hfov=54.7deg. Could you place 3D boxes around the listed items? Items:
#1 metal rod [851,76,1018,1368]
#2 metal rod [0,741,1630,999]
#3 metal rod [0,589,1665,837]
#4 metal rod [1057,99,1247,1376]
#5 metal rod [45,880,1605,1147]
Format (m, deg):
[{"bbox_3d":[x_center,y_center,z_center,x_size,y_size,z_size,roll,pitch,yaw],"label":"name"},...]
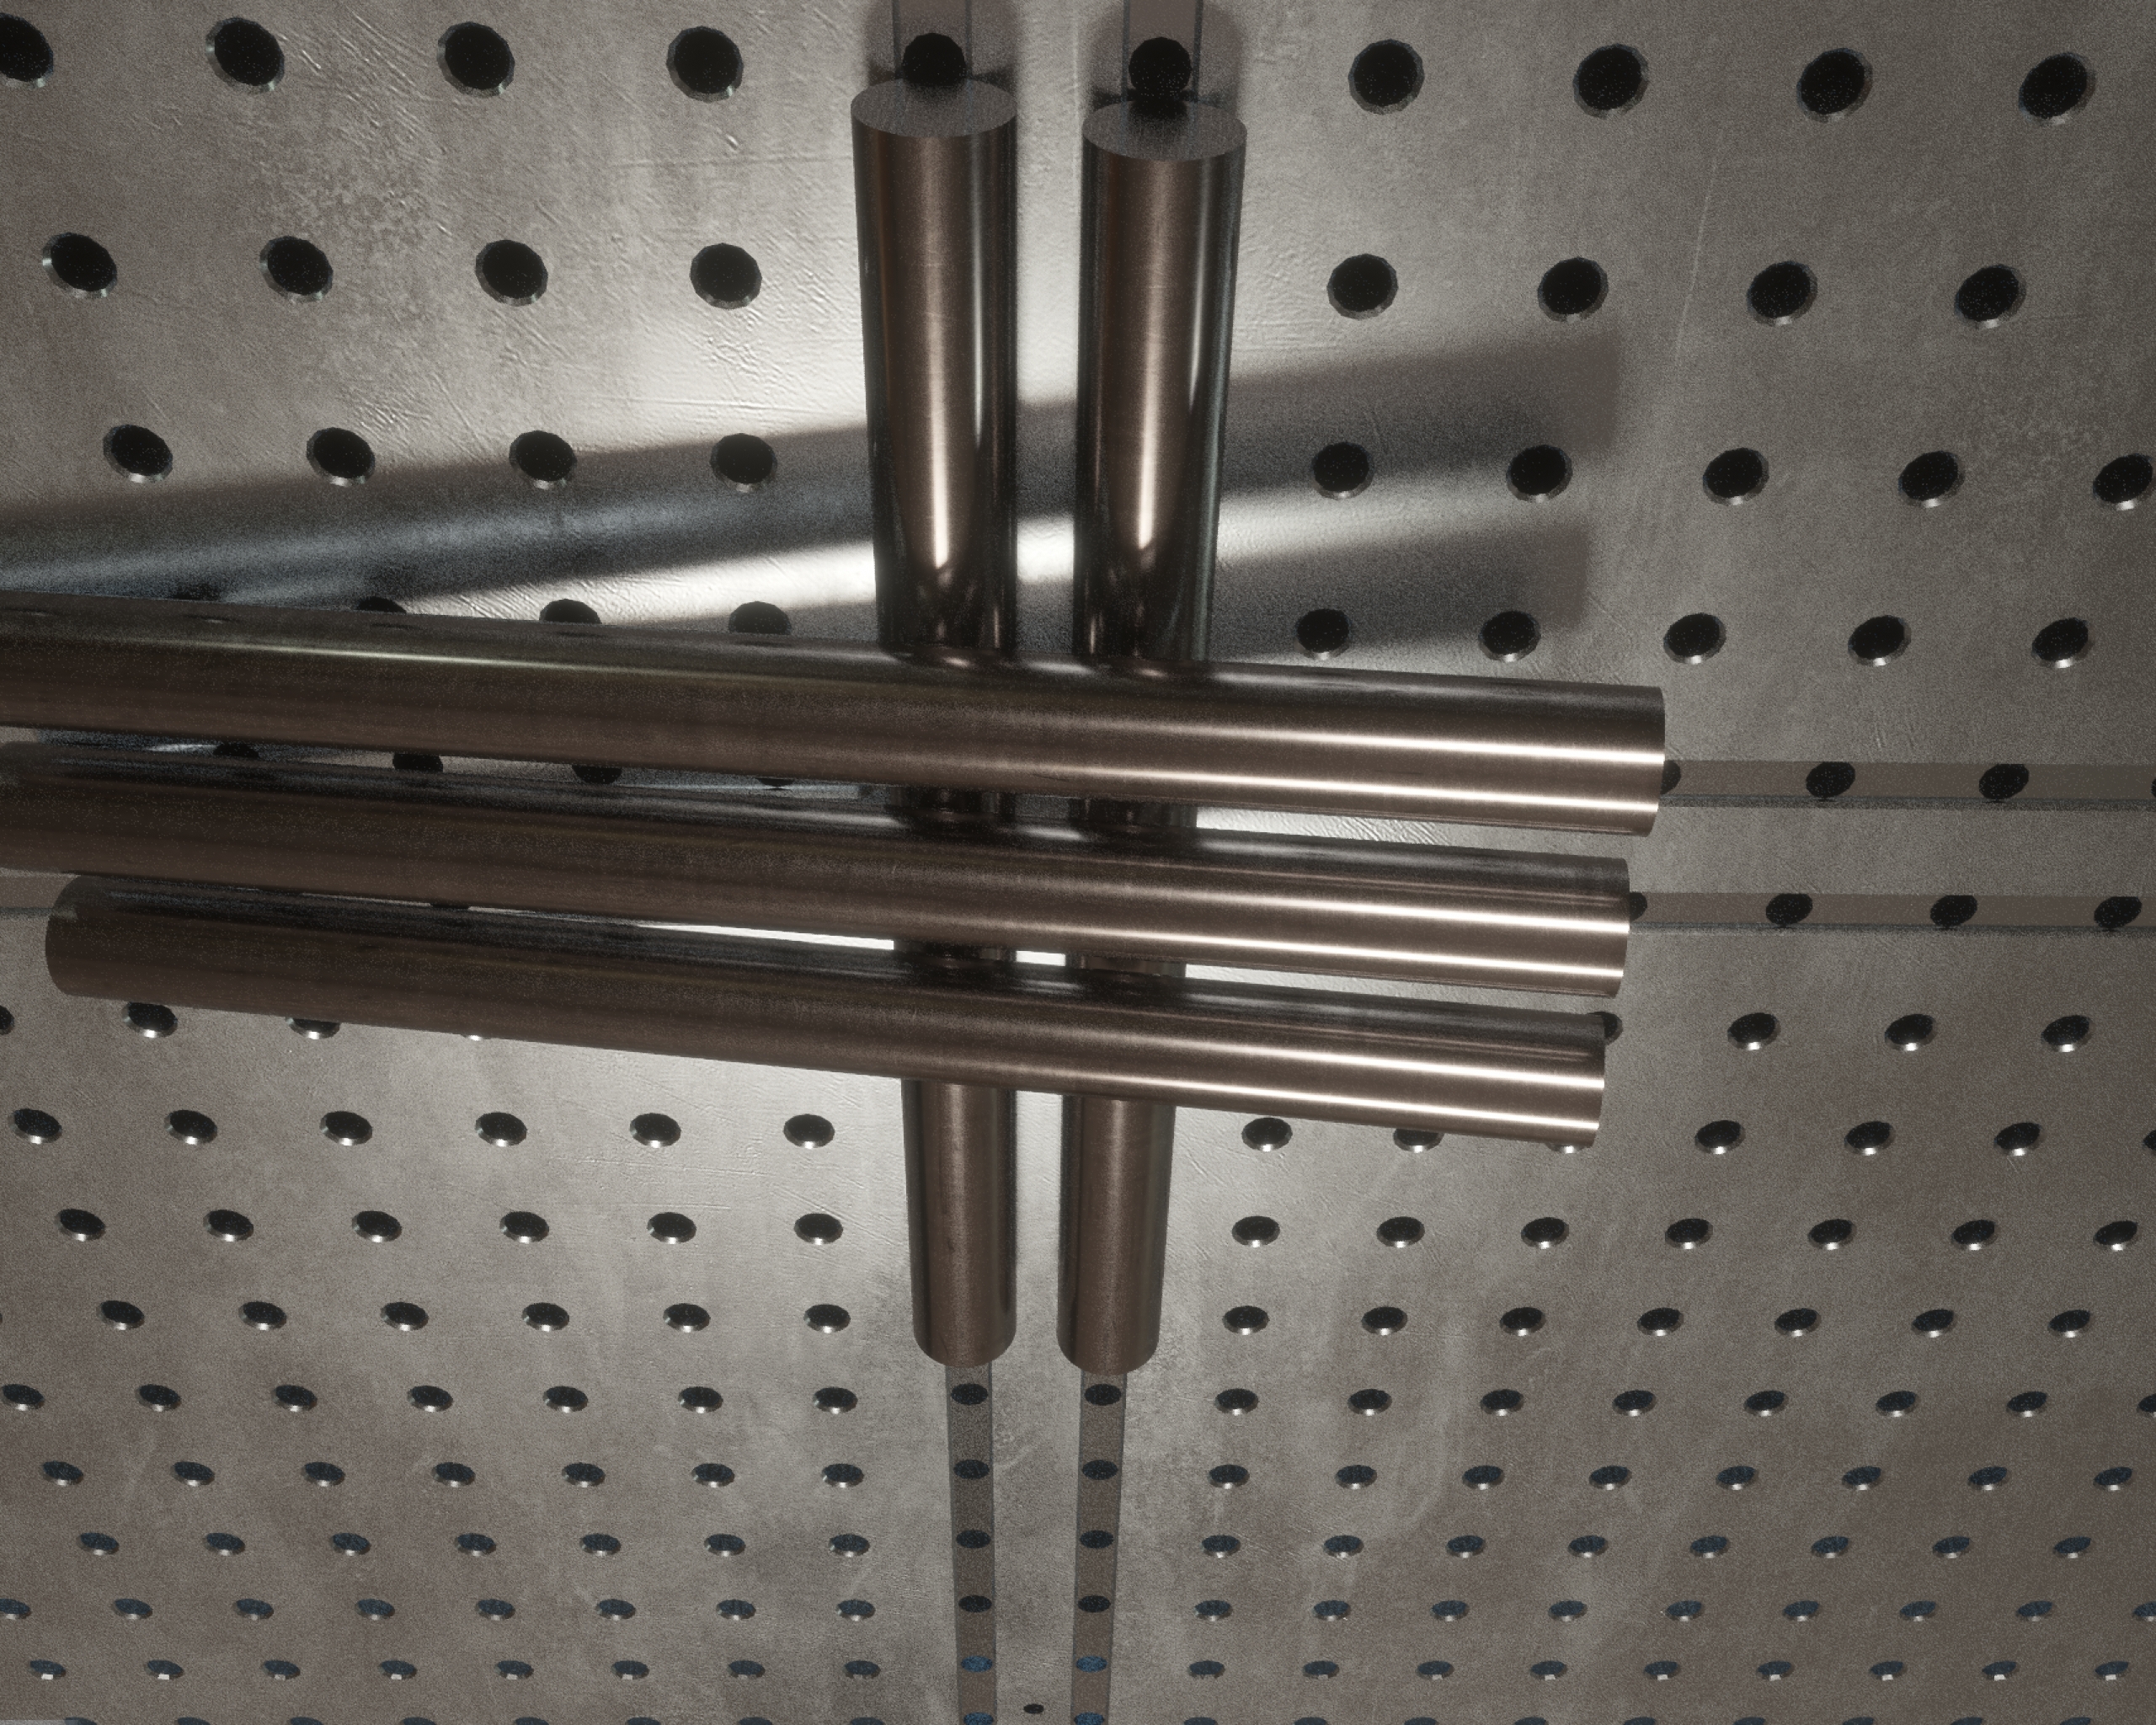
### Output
[{"bbox_3d":[-0.025,-0.001,0.411,0.025,0.025,0.298,1,130,-1],"label":"metal rod"},{"bbox_3d":[-0.054,0.000,0.384,0.302,0.025,0.025,4,131,6],"label":"metal rod"},{"bbox_3d":[-0.055,-0.027,0.361,0.302,0.025,0.025,4,131,6],"label":"metal rod"},{"bbox_3d":[0.010,0.002,0.414,0.025,0.025,0.298,1,130,-1],"label":"metal rod"},{"bbox_3d":[-0.052,0.028,0.407,0.302,0.025,0.025,5,131,6],"label":"metal rod"}]
